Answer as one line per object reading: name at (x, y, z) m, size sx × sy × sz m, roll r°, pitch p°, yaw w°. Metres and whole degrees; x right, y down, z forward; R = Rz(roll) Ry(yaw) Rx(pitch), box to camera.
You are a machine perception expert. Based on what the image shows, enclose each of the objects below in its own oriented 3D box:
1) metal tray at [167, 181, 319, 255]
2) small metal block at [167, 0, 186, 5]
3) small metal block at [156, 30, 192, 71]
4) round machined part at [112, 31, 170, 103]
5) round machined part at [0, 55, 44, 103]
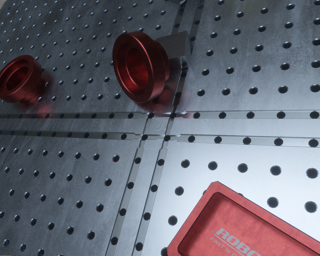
metal tray at (0.081, 0.120, 0.288) m, size 0.130 × 0.030 × 0.090 m, roll 29°, pitch 77°, yaw 37°
small metal block at (0.033, -0.248, 0.544) m, size 0.050 × 0.025 × 0.050 m, roll -47°, pitch 51°, yaw -5°
small metal block at (0.020, -0.115, 0.469) m, size 0.050 × 0.025 × 0.050 m, roll -8°, pitch 58°, yaw 24°
round machined part at (-0.023, -0.088, 0.440) m, size 0.042 × 0.097 × 0.098 m, roll -24°, pitch 43°, yaw -33°
round machined part at (-0.263, -0.088, 0.590) m, size 0.098 × 0.042 × 0.098 m, roll -13°, pitch 56°, yaw 21°
